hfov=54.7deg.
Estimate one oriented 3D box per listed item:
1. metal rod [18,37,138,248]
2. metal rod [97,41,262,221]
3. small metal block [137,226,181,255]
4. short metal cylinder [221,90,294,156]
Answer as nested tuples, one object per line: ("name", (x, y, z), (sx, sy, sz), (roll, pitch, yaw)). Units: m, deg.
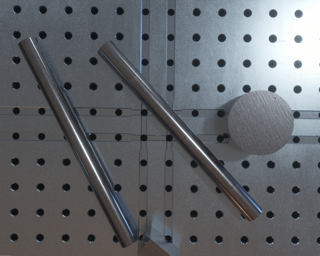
("metal rod", (-0.108, 0.019, 0.412), (0.025, 0.025, 0.299), (-27, 90, 0))
("metal rod", (0.027, 0.004, 0.413), (0.025, 0.025, 0.300), (-42, 90, 0))
("small metal block", (-0.001, 0.160, 0.401), (0.050, 0.050, 0.025), (40, 90, 0))
("short metal cylinder", (0.123, -0.006, 0.402), (0.081, 0.050, 0.079), (0, 90, 0))
